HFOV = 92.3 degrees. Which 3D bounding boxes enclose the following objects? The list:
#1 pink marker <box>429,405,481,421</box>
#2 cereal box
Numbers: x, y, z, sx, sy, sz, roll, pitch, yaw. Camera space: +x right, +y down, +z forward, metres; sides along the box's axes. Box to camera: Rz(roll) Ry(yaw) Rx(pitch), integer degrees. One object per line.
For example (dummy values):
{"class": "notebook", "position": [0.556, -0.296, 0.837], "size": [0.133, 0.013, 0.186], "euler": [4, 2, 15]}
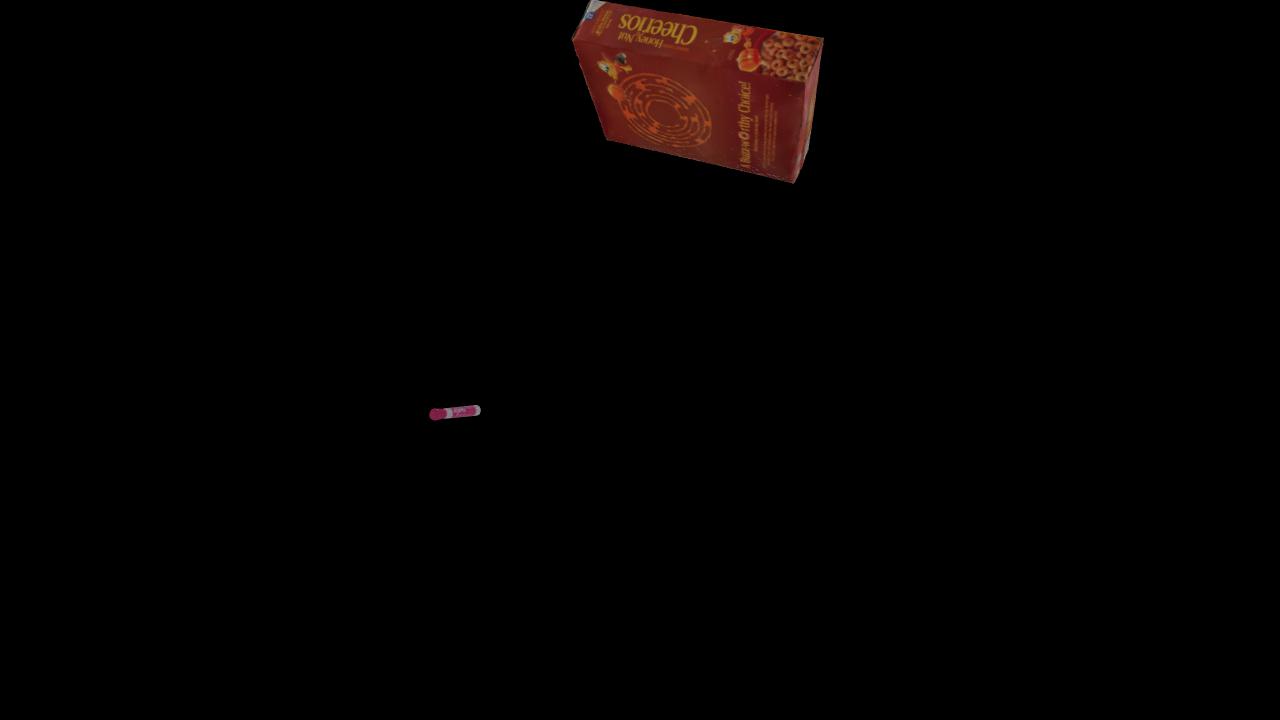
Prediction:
{"class": "pink marker", "position": [-0.304, 0.086, 1.012], "size": [0.020, 0.020, 0.121], "euler": [0, -1, 19]}
{"class": "cereal box", "position": [0.078, -0.355, 0.826], "size": [0.306, 0.081, 0.203], "euler": [19, -14, 16]}
